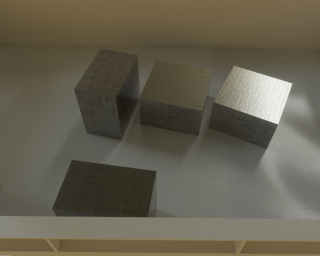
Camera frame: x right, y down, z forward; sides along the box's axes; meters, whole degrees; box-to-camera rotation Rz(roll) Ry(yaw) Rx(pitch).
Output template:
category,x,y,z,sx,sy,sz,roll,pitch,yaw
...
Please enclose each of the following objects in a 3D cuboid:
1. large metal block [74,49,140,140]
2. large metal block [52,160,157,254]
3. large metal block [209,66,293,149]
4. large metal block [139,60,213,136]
category,x,y,z,sx,sy,sz,roll,pitch,yaw
large metal block,-0.064,-0.044,0.405,0.050,0.080,0.080,12,51,9
large metal block,-0.047,0.079,0.302,0.080,0.080,0.050,7,51,5
large metal block,0.121,-0.030,0.415,0.080,0.050,0.080,22,53,17
large metal block,0.023,-0.042,0.425,0.080,0.050,0.080,12,51,9
